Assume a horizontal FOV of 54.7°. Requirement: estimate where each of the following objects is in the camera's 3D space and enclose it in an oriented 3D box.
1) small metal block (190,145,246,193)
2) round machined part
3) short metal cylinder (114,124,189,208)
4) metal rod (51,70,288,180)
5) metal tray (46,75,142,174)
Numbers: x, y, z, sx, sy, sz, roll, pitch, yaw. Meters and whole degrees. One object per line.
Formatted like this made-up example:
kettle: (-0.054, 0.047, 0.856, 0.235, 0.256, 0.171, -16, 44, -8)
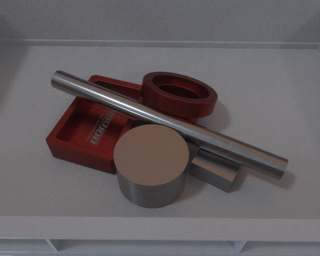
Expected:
small metal block: (0.070, 0.041, 0.369, 0.050, 0.025, 0.050, 25, 54, 19)
round machined part: (0.022, -0.036, 0.406, 0.099, 0.042, 0.098, 12, 27, -6)
short metal cylinder: (-0.009, 0.042, 0.350, 0.081, 0.050, 0.080, 0, 50, 0)
metal rod: (-0.001, -0.010, 0.373, 0.301, 0.025, 0.025, 22, 53, 14)
metal tray: (-0.074, -0.011, 0.406, 0.090, 0.030, 0.130, 14, 51, 11)
